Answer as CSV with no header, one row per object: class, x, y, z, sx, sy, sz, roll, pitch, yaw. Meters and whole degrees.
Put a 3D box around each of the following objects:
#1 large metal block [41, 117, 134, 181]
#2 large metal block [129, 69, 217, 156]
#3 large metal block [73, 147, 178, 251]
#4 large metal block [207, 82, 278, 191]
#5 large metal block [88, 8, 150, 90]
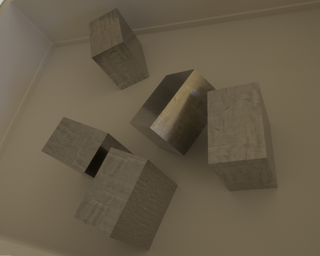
large metal block,-0.085,0.035,0.391,0.080,0.080,0.050,17,71,34
large metal block,0.017,-0.020,0.369,0.080,0.050,0.080,-53,19,-10
large metal block,-0.033,0.078,0.338,0.050,0.080,0.080,14,69,33
large metal block,0.085,0.012,0.318,0.050,0.080,0.080,-9,58,23
large metal block,-0.063,-0.119,0.475,0.050,0.080,0.080,-23,53,14
